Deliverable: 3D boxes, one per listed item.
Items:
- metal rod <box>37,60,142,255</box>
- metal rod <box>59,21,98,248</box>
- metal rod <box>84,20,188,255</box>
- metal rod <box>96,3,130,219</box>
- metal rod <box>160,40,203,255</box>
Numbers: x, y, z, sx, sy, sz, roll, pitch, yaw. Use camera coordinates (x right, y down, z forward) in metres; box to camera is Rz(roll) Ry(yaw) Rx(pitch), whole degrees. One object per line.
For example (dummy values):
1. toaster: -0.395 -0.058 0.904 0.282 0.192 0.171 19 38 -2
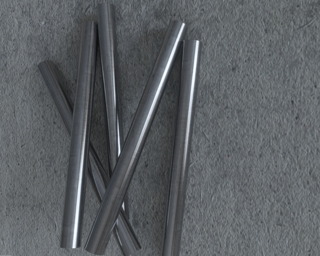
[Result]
1. metal rod: -0.104 0.030 0.427 0.025 0.025 0.299 -34 72 17
2. metal rod: -0.103 -0.002 0.408 0.025 0.025 0.299 -4 75 20
3. metal rod: -0.027 0.007 0.385 0.025 0.025 0.299 18 84 19
4. metal rod: -0.066 -0.022 0.432 0.025 0.025 0.298 -5 88 20
5. metal rod: 0.026 0.039 0.399 0.025 0.025 0.298 7 92 20
